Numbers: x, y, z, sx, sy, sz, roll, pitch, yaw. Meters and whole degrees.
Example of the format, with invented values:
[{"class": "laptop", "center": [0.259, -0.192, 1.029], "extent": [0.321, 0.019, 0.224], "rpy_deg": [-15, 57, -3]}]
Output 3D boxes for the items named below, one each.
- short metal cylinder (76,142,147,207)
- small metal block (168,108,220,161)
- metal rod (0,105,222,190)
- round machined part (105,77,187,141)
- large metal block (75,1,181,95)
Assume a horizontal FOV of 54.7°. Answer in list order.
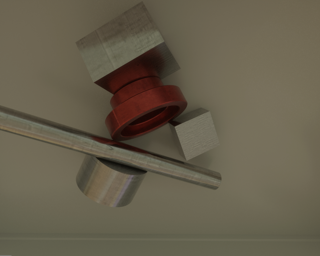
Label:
[{"class": "short metal cylinder", "center": [-0.061, 0.056, 0.402], "extent": [0.080, 0.080, 0.050], "rpy_deg": [24, 109, -9]}, {"class": "small metal block", "center": [0.045, 0.007, 0.407], "extent": [0.050, 0.025, 0.050], "rpy_deg": [-24, 110, -11]}, {"class": "metal rod", "center": [-0.056, 0.027, 0.368], "extent": [0.302, 0.025, 0.025], "rpy_deg": [19, 110, -22]}, {"class": "round machined part", "center": [-0.020, -0.025, 0.371], "extent": [0.098, 0.098, 0.042], "rpy_deg": [-28, 77, 10]}, {"class": "large metal block", "center": [-0.031, -0.080, 0.345], "extent": [0.080, 0.080, 0.050], "rpy_deg": [-28, 75, 9]}]
